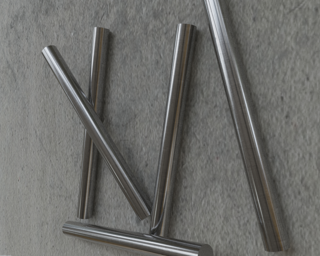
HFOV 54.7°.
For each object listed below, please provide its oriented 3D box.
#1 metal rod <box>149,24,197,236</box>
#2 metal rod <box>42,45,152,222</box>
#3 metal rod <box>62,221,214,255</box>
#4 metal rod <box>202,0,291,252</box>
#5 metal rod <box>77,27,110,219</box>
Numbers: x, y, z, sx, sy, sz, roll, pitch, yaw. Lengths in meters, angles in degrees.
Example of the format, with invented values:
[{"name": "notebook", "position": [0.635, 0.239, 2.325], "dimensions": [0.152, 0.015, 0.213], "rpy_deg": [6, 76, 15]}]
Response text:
[{"name": "metal rod", "position": [0.013, 0.023, 0.392], "dimensions": [0.025, 0.025, 0.298], "rpy_deg": [12, 98, 39]}, {"name": "metal rod", "position": [-0.096, -0.002, 0.454], "dimensions": [0.025, 0.025, 0.299], "rpy_deg": [-43, 73, 31]}, {"name": "metal rod", "position": [-0.055, 0.151, 0.422], "dimensions": [0.299, 0.025, 0.025], "rpy_deg": [-12, 83, 46]}, {"name": "metal rod", "position": [0.086, -0.025, 0.332], "dimensions": [0.025, 0.025, 0.298], "rpy_deg": [-19, 78, 38]}, {"name": "metal rod", "position": [-0.106, -0.004, 0.489], "dimensions": [0.025, 0.025, 0.298], "rpy_deg": [11, 97, 39]}]
